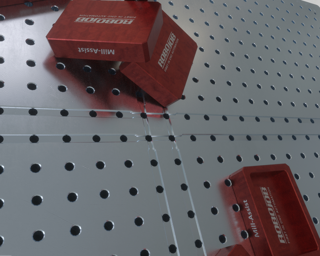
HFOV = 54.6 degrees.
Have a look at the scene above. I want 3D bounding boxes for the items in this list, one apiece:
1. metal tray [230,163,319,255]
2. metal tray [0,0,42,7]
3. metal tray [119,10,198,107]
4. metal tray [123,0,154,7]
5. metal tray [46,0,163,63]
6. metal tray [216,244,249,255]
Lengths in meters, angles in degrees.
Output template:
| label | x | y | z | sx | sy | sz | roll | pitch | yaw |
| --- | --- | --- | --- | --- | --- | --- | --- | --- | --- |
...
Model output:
| label | x | y | z | sx | sy | sz | roll | pitch | yaw |
| --- | --- | --- | --- | --- | --- | --- | --- | --- | --- |
| metal tray | 0.156 | 0.115 | 0.417 | 0.091 | 0.030 | 0.130 | 0 | 62 | -28 |
| metal tray | -0.195 | -0.221 | 0.434 | 0.131 | 0.030 | 0.090 | -30 | 78 | -38 |
| metal tray | 0.003 | -0.106 | 0.456 | 0.090 | 0.030 | 0.130 | 38 | 49 | -23 |
| metal tray | -0.023 | -0.203 | 0.450 | 0.030 | 0.129 | 0.090 | 23 | 53 | -6 |
| metal tray | -0.069 | -0.129 | 0.406 | 0.130 | 0.030 | 0.090 | 6 | 53 | 11 |
| metal tray | 0.069 | 0.199 | 0.320 | 0.131 | 0.030 | 0.090 | -34 | 81 | -38 |
